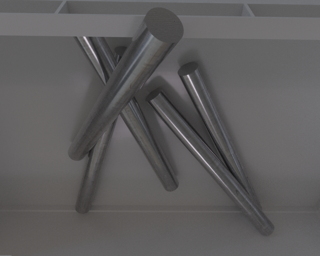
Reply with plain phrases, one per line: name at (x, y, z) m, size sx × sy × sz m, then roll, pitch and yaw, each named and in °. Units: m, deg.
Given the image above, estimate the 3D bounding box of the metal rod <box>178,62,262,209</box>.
metal rod at (0.096, 0.035, 0.439) m, size 0.025 × 0.025 × 0.299 m, roll -20°, pitch 128°, yaw 16°

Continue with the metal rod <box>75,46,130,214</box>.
metal rod at (-0.084, 0.026, 0.429) m, size 0.025 × 0.025 × 0.298 m, roll 14°, pitch 129°, yaw -12°

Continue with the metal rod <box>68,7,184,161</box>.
metal rod at (-0.058, -0.013, 0.312) m, size 0.025 × 0.025 × 0.299 m, roll 21°, pitch 154°, yaw -17°

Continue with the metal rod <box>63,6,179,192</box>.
metal rod at (-0.028, -0.006, 0.378) m, size 0.025 × 0.025 × 0.299 m, roll -14°, pitch 137°, yaw 11°

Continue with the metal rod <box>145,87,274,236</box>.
metal rod at (0.082, 0.061, 0.437) m, size 0.025 × 0.025 × 0.300 m, roll -30°, pitch 117°, yaw 23°
